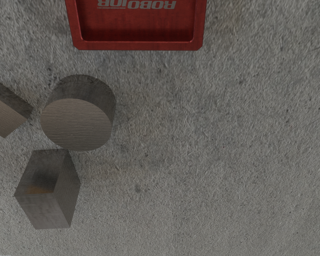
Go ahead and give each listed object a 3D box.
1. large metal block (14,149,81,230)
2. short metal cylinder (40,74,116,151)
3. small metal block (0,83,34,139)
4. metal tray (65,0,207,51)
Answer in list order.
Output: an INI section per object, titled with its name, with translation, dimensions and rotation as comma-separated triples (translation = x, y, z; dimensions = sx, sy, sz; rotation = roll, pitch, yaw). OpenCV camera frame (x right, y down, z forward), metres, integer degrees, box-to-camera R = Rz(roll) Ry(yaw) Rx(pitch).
[large metal block]
translation = -0.155, 0.087, 0.443
dimensions = 0.050, 0.080, 0.080
rotation = -4, 130, 3
[short metal cylinder]
translation = -0.096, -0.017, 0.375
dimensions = 0.081, 0.050, 0.079
rotation = 0, 130, 0
[small metal block]
translation = -0.198, -0.021, 0.387
dimensions = 0.050, 0.025, 0.050
rotation = -32, 124, 24
[metal tray]
translation = -0.022, -0.122, 0.299
dimensions = 0.131, 0.030, 0.089
rotation = 0, 130, -1
